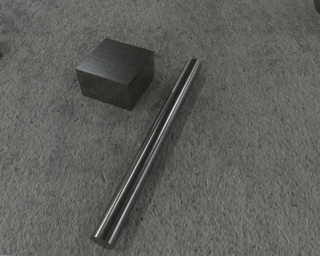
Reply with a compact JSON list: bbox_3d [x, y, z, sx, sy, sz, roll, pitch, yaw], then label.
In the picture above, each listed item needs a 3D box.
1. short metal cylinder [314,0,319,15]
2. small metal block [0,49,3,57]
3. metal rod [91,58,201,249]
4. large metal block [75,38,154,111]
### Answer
[{"bbox_3d":[0.340,-0.255,0.586,0.050,0.080,0.080,-10,51,-8],"label":"short metal cylinder"},{"bbox_3d":[-0.296,-0.135,0.513,0.050,0.025,0.050,-23,54,-19],"label":"small metal block"},{"bbox_3d":[-0.002,0.007,0.396,0.025,0.025,0.301,17,52,13],"label":"metal rod"},{"bbox_3d":[-0.062,-0.080,0.453,0.080,0.050,0.080,19,53,15],"label":"large metal block"}]
